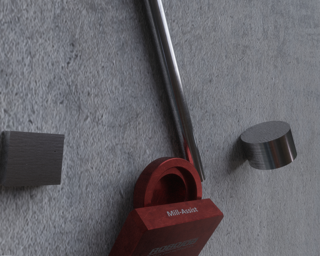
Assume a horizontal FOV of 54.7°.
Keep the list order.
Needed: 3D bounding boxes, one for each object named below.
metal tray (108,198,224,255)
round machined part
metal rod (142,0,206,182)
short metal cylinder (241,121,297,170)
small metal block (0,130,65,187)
[{"bbox_3d":[0.009,0.135,0.380,0.131,0.030,0.089,4,121,-40],"label":"metal tray"},{"bbox_3d":[0.005,0.086,0.398,0.099,0.042,0.097,0,90,-40],"label":"round machined part"},{"bbox_3d":[0.016,-0.065,0.417,0.025,0.025,0.298,-25,106,-37],"label":"metal rod"},{"bbox_3d":[0.183,0.028,0.522,0.081,0.080,0.050,-34,112,-35],"label":"short metal cylinder"},{"bbox_3d":[-0.124,0.029,0.301,0.050,0.025,0.050,6,86,-40],"label":"small metal block"}]
